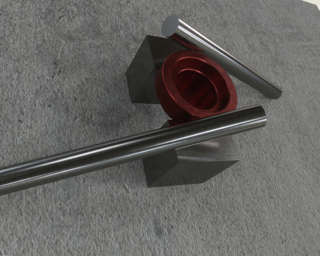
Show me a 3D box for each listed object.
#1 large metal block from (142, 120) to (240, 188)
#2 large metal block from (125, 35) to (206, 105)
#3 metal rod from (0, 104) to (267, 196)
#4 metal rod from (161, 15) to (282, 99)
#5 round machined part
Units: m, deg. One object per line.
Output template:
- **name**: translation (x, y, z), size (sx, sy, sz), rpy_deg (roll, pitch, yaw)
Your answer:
- **large metal block**: translation (0.032, 0.032, 0.369), size (0.081, 0.080, 0.050), rpy_deg (1, 62, -28)
- **large metal block**: translation (0.008, -0.074, 0.421), size (0.081, 0.080, 0.050), rpy_deg (1, 62, -28)
- **metal rod**: translation (-0.039, 0.023, 0.300), size (0.302, 0.025, 0.025), rpy_deg (-14, 67, -10)
- **metal rod**: translation (0.110, -0.088, 0.452), size (0.302, 0.025, 0.025), rpy_deg (14, 53, -47)
- **round machined part**: translation (0.038, -0.040, 0.366), size (0.099, 0.042, 0.098), rpy_deg (14, 56, -21)
